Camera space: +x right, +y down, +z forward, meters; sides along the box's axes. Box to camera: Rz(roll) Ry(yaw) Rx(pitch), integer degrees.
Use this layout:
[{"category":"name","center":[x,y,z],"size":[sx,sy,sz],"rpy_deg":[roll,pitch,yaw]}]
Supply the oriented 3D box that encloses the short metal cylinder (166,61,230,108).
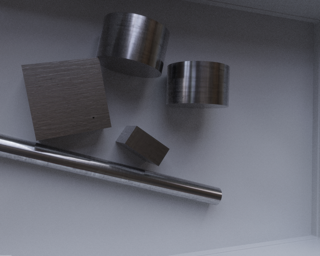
[{"category":"short metal cylinder","center":[0.049,-0.053,0.400],"size":[0.081,0.080,0.050],"rpy_deg":[2,90,-20]}]

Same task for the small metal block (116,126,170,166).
[{"category":"small metal block","center":[-0.023,0.021,0.390],"size":[0.050,0.050,0.025],"rpy_deg":[36,78,-17]}]

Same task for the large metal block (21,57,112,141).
[{"category":"large metal block","center":[-0.107,-0.033,0.358],"size":[0.081,0.050,0.079],"rpy_deg":[-11,94,-20]}]

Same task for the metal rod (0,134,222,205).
[{"category":"metal rod","center":[-0.055,0.056,0.391],"size":[0.302,0.025,0.025],"rpy_deg":[17,84,-20]}]

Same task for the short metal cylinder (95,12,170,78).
[{"category":"short metal cylinder","center":[-0.033,-0.096,0.370],"size":[0.081,0.080,0.050],"rpy_deg":[13,86,-20]}]
